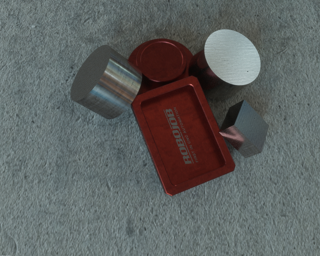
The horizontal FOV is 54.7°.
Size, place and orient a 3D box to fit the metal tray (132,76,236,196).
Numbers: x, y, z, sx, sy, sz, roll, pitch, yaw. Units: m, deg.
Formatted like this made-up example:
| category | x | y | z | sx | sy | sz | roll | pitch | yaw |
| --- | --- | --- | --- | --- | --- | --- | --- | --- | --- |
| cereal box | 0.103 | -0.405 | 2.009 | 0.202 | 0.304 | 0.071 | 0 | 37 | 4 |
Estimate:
| category | x | y | z | sx | sy | sz | roll | pitch | yaw |
| --- | --- | --- | --- | --- | --- | --- | --- | --- | --- |
| metal tray | 0.027 | 0.009 | 0.392 | 0.091 | 0.030 | 0.129 | -21 | 81 | -8 |

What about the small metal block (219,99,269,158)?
| category | x | y | z | sx | sy | sz | roll | pitch | yaw |
| --- | --- | --- | --- | --- | --- | --- | --- | --- | --- |
| small metal block | 0.107 | 0.001 | 0.391 | 0.050 | 0.025 | 0.050 | 43 | 49 | -13 |

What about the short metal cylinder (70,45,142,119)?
| category | x | y | z | sx | sy | sz | roll | pitch | yaw |
| --- | --- | --- | --- | --- | --- | --- | --- | --- | --- |
| short metal cylinder | -0.069 | -0.057 | 0.394 | 0.050 | 0.080 | 0.080 | 32 | 66 | -36 |

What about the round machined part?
| category | x | y | z | sx | sy | sz | roll | pitch | yaw |
| --- | --- | --- | --- | --- | --- | --- | --- | --- | --- |
| round machined part | 0.002 | -0.085 | 0.432 | 0.099 | 0.042 | 0.098 | 0 | 70 | 0 |

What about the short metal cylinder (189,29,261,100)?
| category | x | y | z | sx | sy | sz | roll | pitch | yaw |
| --- | --- | --- | --- | --- | --- | --- | --- | --- | --- |
| short metal cylinder | 0.086 | -0.084 | 0.416 | 0.081 | 0.050 | 0.080 | 6 | 71 | -17 |
